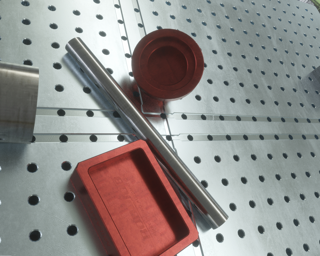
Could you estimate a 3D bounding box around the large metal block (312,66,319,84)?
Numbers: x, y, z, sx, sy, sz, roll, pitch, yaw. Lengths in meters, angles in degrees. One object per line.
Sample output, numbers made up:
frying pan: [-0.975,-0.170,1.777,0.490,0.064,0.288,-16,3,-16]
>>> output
large metal block: [0.395,-0.107,0.675,0.081,0.050,0.080,-9,67,-32]

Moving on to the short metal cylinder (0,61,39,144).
short metal cylinder: [-0.152,-0.025,0.307,0.050,0.080,0.080,6,59,-26]

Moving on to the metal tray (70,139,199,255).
metal tray: [-0.027,0.085,0.339,0.091,0.030,0.130,-21,73,-36]

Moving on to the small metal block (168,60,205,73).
small metal block: [0.034,-0.092,0.485,0.050,0.025,0.050,44,51,2]

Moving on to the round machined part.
round machined part: [0.010,-0.085,0.437,0.099,0.042,0.097,0,85,-3]

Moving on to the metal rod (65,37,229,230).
metal rod: [-0.021,0.002,0.397,0.025,0.025,0.300,-34,81,-38]
